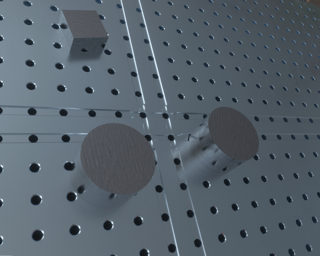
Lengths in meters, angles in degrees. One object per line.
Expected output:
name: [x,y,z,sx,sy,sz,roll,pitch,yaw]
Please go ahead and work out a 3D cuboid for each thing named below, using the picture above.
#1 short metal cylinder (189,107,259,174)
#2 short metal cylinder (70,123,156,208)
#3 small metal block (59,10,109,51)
short metal cylinder: [0.088,0.018,0.428,0.081,0.050,0.080,14,56,-21]
short metal cylinder: [-0.052,0.041,0.339,0.081,0.050,0.080,14,56,-21]
small metal block: [-0.107,-0.137,0.434,0.050,0.025,0.050,-13,69,-34]
